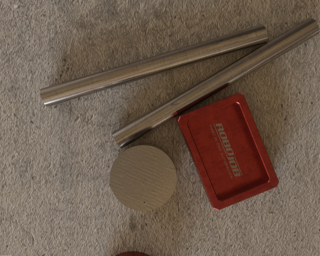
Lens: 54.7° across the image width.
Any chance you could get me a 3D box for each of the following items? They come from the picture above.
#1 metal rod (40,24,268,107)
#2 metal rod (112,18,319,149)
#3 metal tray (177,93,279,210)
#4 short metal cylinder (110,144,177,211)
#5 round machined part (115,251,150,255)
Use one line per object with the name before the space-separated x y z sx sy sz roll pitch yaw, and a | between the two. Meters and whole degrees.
metal rod | -0.007 -0.082 0.409 0.302 0.025 0.025 -16 90 0
metal rod | 0.073 -0.059 0.410 0.301 0.025 0.025 -30 90 0
metal tray | 0.087 0.030 0.408 0.090 0.030 0.129 -22 90 0
short metal cylinder | -0.020 0.060 0.397 0.081 0.050 0.080 0 90 0
round machined part | -0.038 0.217 0.401 0.099 0.042 0.097 0 90 0
